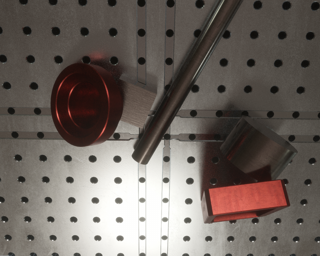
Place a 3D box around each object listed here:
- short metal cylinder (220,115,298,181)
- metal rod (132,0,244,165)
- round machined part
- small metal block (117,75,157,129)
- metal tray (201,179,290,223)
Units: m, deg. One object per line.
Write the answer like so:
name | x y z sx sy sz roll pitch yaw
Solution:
short metal cylinder | 0.125 0.027 0.396 0.080 0.080 0.050 29 107 -11
metal rod | 0.043 -0.080 0.384 0.025 0.025 0.298 27 108 -10
round machined part | -0.084 -0.028 0.376 0.098 0.042 0.097 3 95 33
small metal block | -0.037 -0.034 0.401 0.050 0.025 0.050 21 109 -8
metal tray | 0.102 0.099 0.402 0.091 0.130 0.030 -8 69 2
